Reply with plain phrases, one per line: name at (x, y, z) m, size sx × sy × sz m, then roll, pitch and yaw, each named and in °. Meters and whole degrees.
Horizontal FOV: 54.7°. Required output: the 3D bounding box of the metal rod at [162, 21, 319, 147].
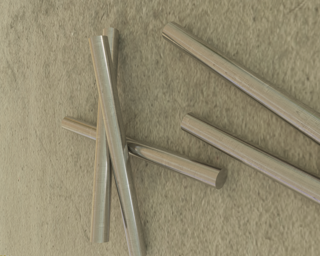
metal rod at (0.107, -0.035, 0.315) m, size 0.300 × 0.025 × 0.025 m, roll 43°, pitch 116°, yaw 31°

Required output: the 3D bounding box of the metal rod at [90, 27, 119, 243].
metal rod at (-0.076, 0.002, 0.434) m, size 0.025 × 0.025 × 0.299 m, roll -8°, pitch 75°, yaw 39°

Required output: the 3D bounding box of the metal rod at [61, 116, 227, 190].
metal rod at (-0.045, 0.024, 0.439) m, size 0.300 × 0.025 × 0.025 m, roll 16°, pitch 100°, yaw 38°

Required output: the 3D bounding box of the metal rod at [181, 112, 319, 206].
metal rod at (0.140, 0.054, 0.288) m, size 0.300 × 0.025 × 0.025 m, roll 30°, pitch 109°, yaw 35°

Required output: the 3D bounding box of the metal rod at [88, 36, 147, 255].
metal rod at (-0.055, 0.030, 0.414) m, size 0.025 × 0.025 × 0.298 m, roll -5°, pitch 97°, yaw 39°
